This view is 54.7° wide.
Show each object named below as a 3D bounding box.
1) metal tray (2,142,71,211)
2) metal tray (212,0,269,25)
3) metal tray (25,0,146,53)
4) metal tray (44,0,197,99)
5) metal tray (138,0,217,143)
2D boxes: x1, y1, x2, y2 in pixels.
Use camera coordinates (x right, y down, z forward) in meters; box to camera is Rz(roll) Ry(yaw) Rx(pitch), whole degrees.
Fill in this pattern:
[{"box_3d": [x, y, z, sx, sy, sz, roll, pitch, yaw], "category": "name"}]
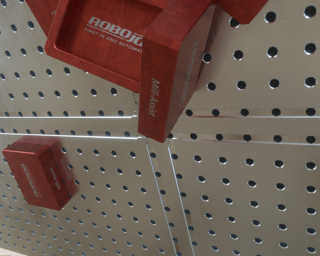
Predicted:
[{"box_3d": [-0.231, 0.091, 0.583, 0.090, 0.030, 0.129, 2, 120, 26], "category": "metal tray"}, {"box_3d": [0.083, -0.168, 0.260, 0.090, 0.030, 0.129, 40, 129, 1], "category": "metal tray"}, {"box_3d": [-0.091, -0.146, 0.364, 0.130, 0.030, 0.090, -15, 111, 34], "category": "metal tray"}, {"box_3d": [-0.040, -0.092, 0.309, 0.130, 0.030, 0.089, 24, 99, 9], "category": "metal tray"}, {"box_3d": [0.014, -0.057, 0.304, 0.030, 0.090, 0.129, 24, 143, 12], "category": "metal tray"}]
